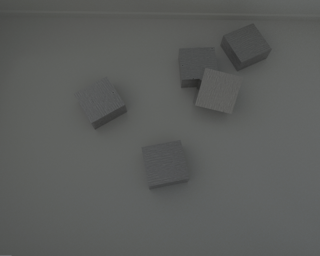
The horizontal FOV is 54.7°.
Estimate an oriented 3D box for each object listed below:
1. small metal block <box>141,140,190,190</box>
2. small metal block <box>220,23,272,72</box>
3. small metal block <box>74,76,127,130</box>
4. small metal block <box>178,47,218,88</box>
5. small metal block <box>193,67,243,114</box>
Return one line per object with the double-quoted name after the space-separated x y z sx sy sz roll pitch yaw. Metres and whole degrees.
0.006 0.047 0.392 0.050 0.025 0.050 -10 70 -4 "small metal block"
0.125 -0.118 0.454 0.050 0.025 0.050 -25 72 -9 "small metal block"
-0.080 -0.034 0.421 0.050 0.025 0.050 -30 73 -11 "small metal block"
0.054 -0.086 0.441 0.050 0.025 0.050 -3 70 -1 "small metal block"
0.076 -0.050 0.413 0.050 0.025 0.050 13 103 -4 "small metal block"
